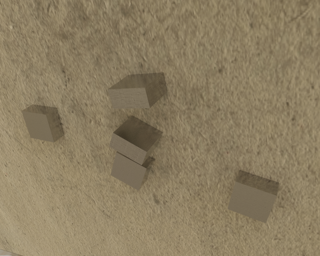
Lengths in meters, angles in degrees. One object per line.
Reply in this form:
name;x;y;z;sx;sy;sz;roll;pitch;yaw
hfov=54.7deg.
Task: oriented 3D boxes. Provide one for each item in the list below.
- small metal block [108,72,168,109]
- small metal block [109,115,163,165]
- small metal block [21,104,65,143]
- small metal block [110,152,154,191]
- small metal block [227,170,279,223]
small metal block;-0.026;-0.046;0.375;0.050;0.050;0.025;1;119;27
small metal block;-0.031;0.015;0.415;0.050;0.050;0.025;29;128;9
small metal block;-0.188;-0.008;0.498;0.050;0.025;0.050;8;122;23
small metal block;-0.042;0.058;0.464;0.050;0.025;0.050;27;128;10
small metal block;0.119;0.088;0.398;0.050;0.025;0.050;17;125;17
